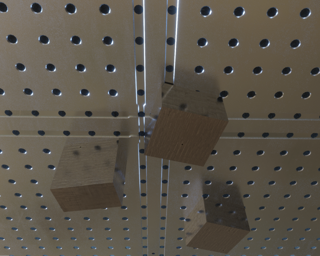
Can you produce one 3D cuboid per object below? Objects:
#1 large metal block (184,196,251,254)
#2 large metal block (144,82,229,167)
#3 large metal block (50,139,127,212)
[{"bbox_3d":[0.097,0.172,0.543,0.081,0.050,0.079,16,128,-14],"label":"large metal block"},{"bbox_3d":[0.029,-0.003,0.394,0.081,0.050,0.079,12,129,-11],"label":"large metal block"},{"bbox_3d":[-0.094,0.064,0.429,0.080,0.080,0.050,-7,130,5],"label":"large metal block"}]
